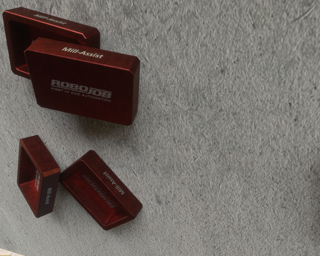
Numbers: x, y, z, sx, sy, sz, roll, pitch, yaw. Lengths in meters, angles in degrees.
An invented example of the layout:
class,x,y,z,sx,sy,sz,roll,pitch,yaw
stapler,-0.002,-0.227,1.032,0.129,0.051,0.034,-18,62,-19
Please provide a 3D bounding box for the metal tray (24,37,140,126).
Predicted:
class,x,y,z,sx,sy,sz,roll,pitch,yaw
metal tray,-0.093,-0.056,0.388,0.131,0.030,0.089,12,136,4

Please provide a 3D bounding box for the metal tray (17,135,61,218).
class,x,y,z,sx,sy,sz,roll,pitch,yaw
metal tray,-0.219,0.088,0.551,0.090,0.030,0.129,47,133,26

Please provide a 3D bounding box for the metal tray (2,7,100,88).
class,x,y,z,sx,sy,sz,roll,pitch,yaw
metal tray,-0.145,-0.101,0.417,0.130,0.030,0.089,20,126,16

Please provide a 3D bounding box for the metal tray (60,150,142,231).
class,x,y,z,sx,sy,sz,roll,pitch,yaw
metal tray,-0.103,0.108,0.524,0.090,0.030,0.130,-34,100,38
